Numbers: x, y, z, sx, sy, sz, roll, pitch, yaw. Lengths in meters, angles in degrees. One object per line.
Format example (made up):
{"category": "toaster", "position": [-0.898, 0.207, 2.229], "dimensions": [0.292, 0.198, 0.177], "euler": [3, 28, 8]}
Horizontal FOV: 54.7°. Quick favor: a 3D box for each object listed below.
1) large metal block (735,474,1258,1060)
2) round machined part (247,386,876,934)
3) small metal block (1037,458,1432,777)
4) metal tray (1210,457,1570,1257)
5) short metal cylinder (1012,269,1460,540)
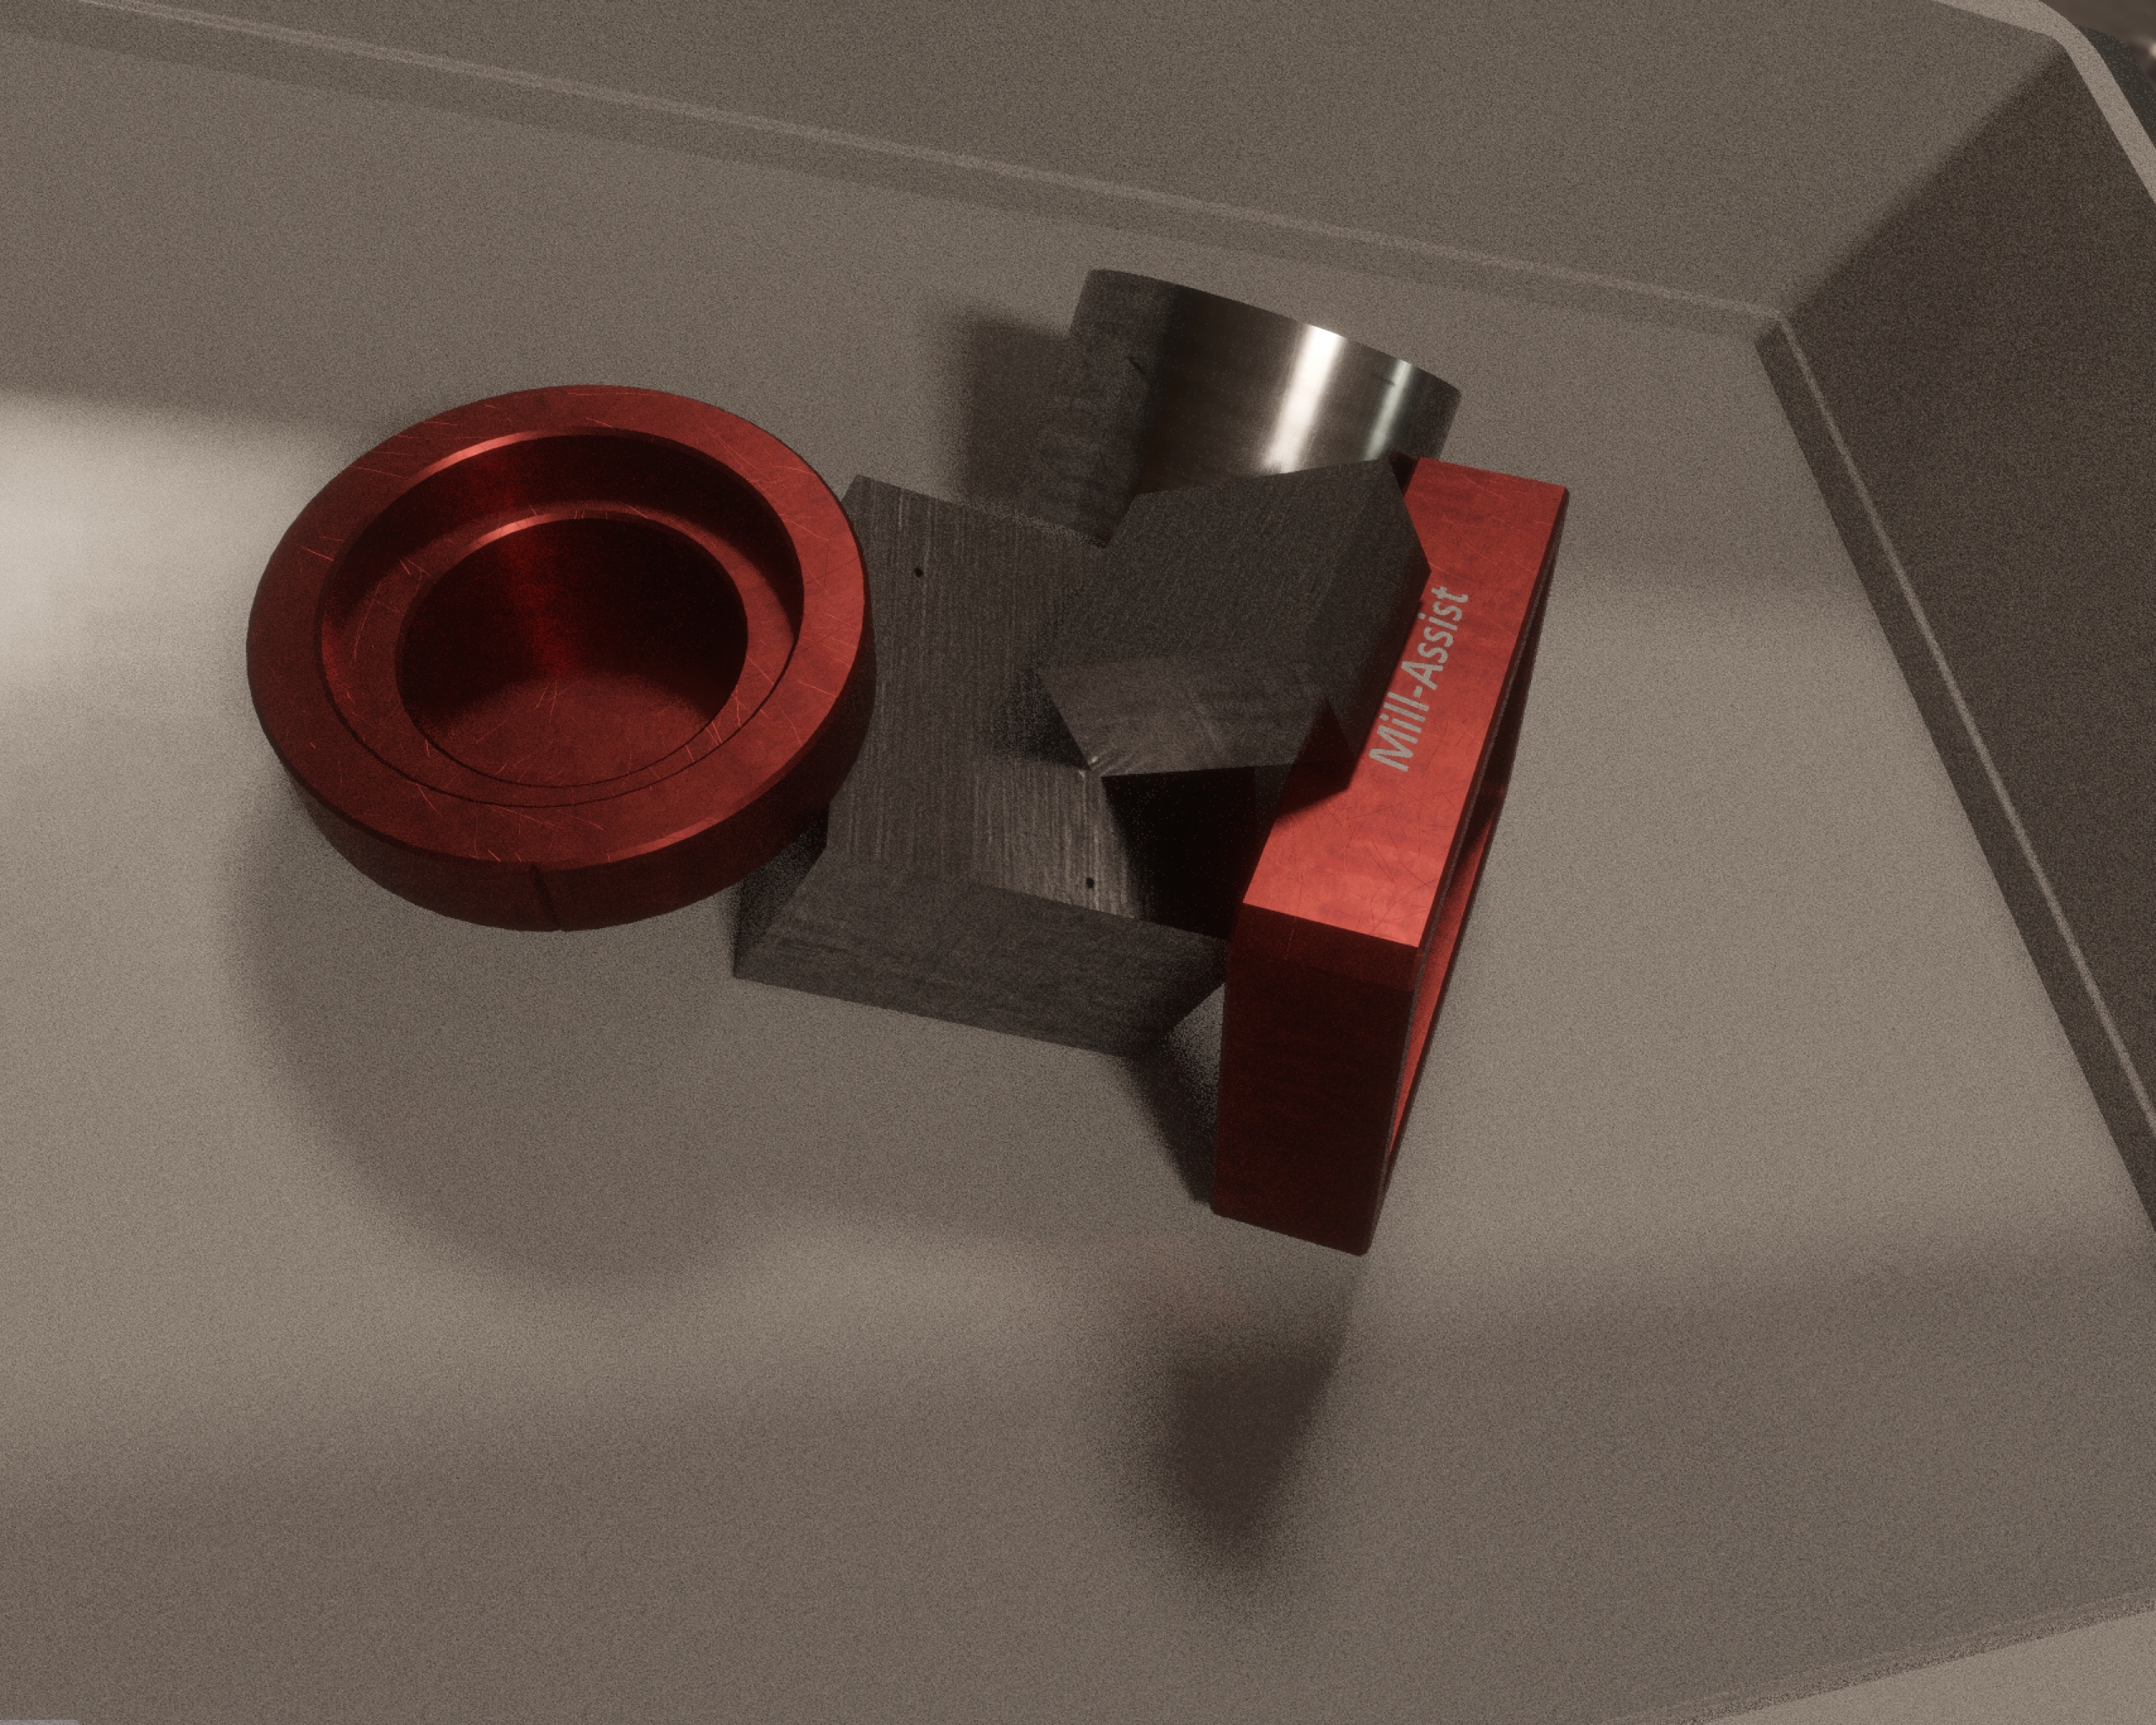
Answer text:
{"category": "large metal block", "position": [-0.014, -0.016, 0.391], "dimensions": [0.081, 0.050, 0.080], "euler": [14, 56, -21]}
{"category": "round machined part", "position": [-0.083, -0.030, 0.352], "dimensions": [0.099, 0.042, 0.098], "euler": [1, 59, -2]}
{"category": "small metal block", "position": [0.028, -0.042, 0.364], "dimensions": [0.025, 0.050, 0.050], "euler": [61, 41, -36]}
{"category": "metal tray", "position": [0.060, -0.003, 0.396], "dimensions": [0.030, 0.089, 0.130], "euler": [15, 50, 13]}
{"category": "short metal cylinder", "position": [0.032, -0.085, 0.431], "dimensions": [0.081, 0.080, 0.050], "euler": [15, 100, -20]}
